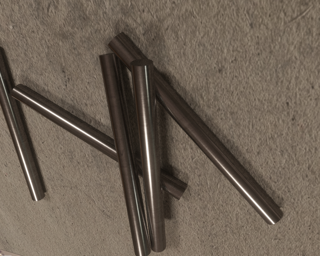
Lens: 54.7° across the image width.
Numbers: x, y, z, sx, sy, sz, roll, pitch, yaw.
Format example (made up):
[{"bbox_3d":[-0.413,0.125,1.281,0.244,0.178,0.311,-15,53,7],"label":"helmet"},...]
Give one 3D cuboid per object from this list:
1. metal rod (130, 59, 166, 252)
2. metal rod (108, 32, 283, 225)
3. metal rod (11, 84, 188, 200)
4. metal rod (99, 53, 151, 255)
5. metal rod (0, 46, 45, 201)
[{"bbox_3d":[-0.011,0.057,0.412,0.025,0.025,0.298,10,123,22],"label":"metal rod"},{"bbox_3d":[0.048,0.005,0.383,0.300,0.025,0.025,48,129,-6],"label":"metal rod"},{"bbox_3d":[-0.095,0.017,0.465,0.301,0.025,0.025,31,128,8],"label":"metal rod"},{"bbox_3d":[-0.045,0.049,0.428,0.025,0.025,0.298,2,110,27],"label":"metal rod"},{"bbox_3d":[-0.247,0.008,0.538,0.025,0.025,0.298,11,123,22],"label":"metal rod"}]
